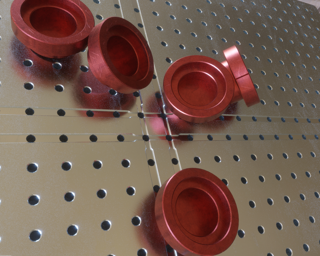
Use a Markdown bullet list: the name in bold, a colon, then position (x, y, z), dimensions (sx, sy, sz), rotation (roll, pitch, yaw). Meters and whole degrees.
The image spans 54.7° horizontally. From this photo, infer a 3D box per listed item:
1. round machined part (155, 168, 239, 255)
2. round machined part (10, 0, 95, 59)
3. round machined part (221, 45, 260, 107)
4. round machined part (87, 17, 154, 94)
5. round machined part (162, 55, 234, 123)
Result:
- **round machined part**: position (0.038, 0.099, 0.359), dimensions (0.099, 0.042, 0.098), rotation (14, 56, -21)
- **round machined part**: position (-0.137, -0.129, 0.399), dimensions (0.099, 0.042, 0.098), rotation (11, 56, -16)
- **round machined part**: position (0.118, -0.077, 0.489), dimensions (0.098, 0.042, 0.098), rotation (57, 19, -30)
- **round machined part**: position (-0.056, -0.091, 0.408), dimensions (0.098, 0.042, 0.098), rotation (23, 59, -45)
- **round machined part**: position (0.053, -0.052, 0.444), dimensions (0.099, 0.042, 0.098), rotation (1, 68, -2)
